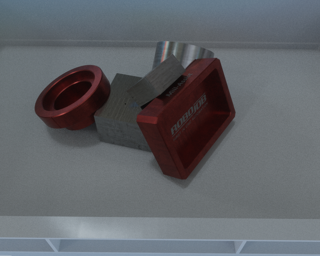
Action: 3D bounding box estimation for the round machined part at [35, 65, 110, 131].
[{"bbox_3d":[-0.108,-0.035,0.405,0.098,0.042,0.098,-16,42,15],"label":"round machined part"}]

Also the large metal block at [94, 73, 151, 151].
[{"bbox_3d":[-0.029,-0.021,0.404,0.080,0.050,0.080,11,51,9],"label":"large metal block"}]

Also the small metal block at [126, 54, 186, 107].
[{"bbox_3d":[-0.005,-0.055,0.366,0.025,0.050,0.050,51,59,-10],"label":"small metal block"}]

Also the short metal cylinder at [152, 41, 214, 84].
[{"bbox_3d":[0.031,-0.085,0.431,0.080,0.080,0.050,13,95,10],"label":"short metal cylinder"}]

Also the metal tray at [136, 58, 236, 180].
[{"bbox_3d":[0.038,-0.014,0.372,0.030,0.090,0.131,8,44,43],"label":"metal tray"}]
